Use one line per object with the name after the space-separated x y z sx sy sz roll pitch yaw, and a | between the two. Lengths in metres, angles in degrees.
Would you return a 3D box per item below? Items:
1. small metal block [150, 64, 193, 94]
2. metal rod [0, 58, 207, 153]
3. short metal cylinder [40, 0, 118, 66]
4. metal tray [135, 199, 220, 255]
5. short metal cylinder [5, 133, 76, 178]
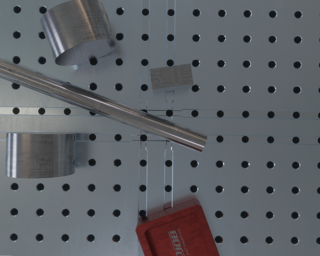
0.014 -0.063 0.401 0.050 0.050 0.025 -8 90 0 | small metal block
-0.083 -0.031 0.412 0.301 0.025 0.025 21 90 0 | metal rod
-0.099 -0.116 0.385 0.080 0.080 0.050 -21 90 0 | short metal cylinder
0.032 0.172 0.411 0.090 0.030 0.129 -20 90 0 | metal tray
-0.147 0.031 0.385 0.081 0.080 0.050 1 90 0 | short metal cylinder
